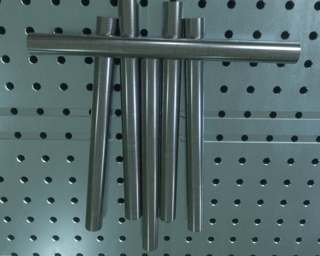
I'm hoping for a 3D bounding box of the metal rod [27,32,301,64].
[{"bbox_3d":[0.005,-0.091,0.353,0.302,0.025,0.025,2,110,-1],"label":"metal rod"}]

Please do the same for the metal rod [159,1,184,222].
[{"bbox_3d":[0.013,-0.007,0.412,0.025,0.025,0.298,1,110,0],"label":"metal rod"}]

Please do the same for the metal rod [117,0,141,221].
[{"bbox_3d":[-0.038,-0.010,0.410,0.025,0.025,0.298,1,110,0],"label":"metal rod"}]

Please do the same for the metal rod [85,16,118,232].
[{"bbox_3d":[-0.081,0.009,0.415,0.025,0.025,0.298,7,110,-3],"label":"metal rod"}]

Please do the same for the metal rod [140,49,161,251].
[{"bbox_3d":[-0.013,0.043,0.429,0.025,0.025,0.298,1,111,0],"label":"metal rod"}]

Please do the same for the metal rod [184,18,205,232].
[{"bbox_3d":[0.047,0.010,0.418,0.025,0.025,0.298,-2,110,1],"label":"metal rod"}]
